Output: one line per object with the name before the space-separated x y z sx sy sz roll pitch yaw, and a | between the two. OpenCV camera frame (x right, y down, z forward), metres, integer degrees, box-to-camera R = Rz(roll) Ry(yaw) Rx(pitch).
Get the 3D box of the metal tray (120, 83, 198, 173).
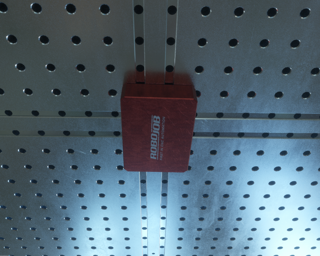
metal tray | -0.003 0.005 0.411 0.091 0.030 0.129 1 130 -2
